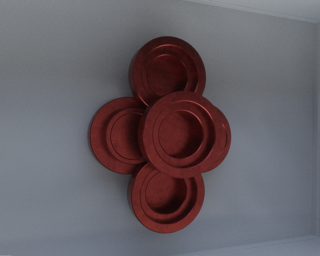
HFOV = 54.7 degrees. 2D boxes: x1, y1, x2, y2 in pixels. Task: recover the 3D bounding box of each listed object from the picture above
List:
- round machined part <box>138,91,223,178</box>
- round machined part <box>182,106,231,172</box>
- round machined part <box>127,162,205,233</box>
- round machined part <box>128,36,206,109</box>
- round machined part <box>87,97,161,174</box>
[{"bbox_3d":[0.021,0.007,0.363,0.099,0.042,0.097,0,90,-21],"label":"round machined part"},{"bbox_3d":[0.056,0.013,0.421,0.099,0.042,0.097,0,90,-21],"label":"round machined part"},{"bbox_3d":[0.005,0.082,0.402,0.099,0.042,0.097,0,90,-21],"label":"round machined part"},{"bbox_3d":[0.006,-0.065,0.402,0.099,0.042,0.097,0,90,-21],"label":"round machined part"},{"bbox_3d":[-0.038,0.010,0.386,0.099,0.042,0.097,0,90,-21],"label":"round machined part"}]
